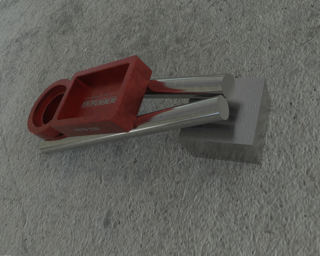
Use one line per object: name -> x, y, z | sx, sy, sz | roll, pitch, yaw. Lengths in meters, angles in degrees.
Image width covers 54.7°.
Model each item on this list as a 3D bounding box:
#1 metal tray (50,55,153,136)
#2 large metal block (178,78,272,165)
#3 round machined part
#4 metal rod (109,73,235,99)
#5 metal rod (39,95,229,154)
metal tray -> -0.078, -0.038, 0.398 | 0.130, 0.030, 0.090 | -4, 59, 40
large metal block -> 0.076, -0.009, 0.352 | 0.080, 0.050, 0.080 | 4, 64, 29
round machined part -> -0.156, -0.025, 0.482 | 0.098, 0.042, 0.098 | -21, 50, 27
metal rod -> -0.039, -0.051, 0.414 | 0.300, 0.025, 0.025 | 5, 64, 44
metal rod -> -0.057, 0.004, 0.390 | 0.300, 0.025, 0.025 | -12, 56, 36
